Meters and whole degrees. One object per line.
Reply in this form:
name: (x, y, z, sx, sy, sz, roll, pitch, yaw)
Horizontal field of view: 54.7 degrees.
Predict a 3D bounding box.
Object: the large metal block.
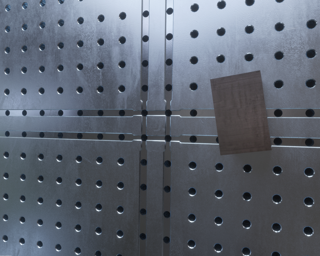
large metal block: (0.094, -0.015, 0.350, 0.050, 0.080, 0.080, -8, 87, 19)
